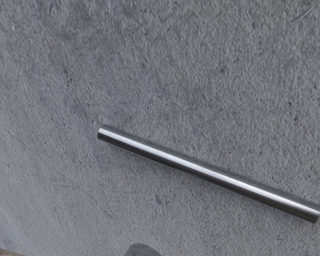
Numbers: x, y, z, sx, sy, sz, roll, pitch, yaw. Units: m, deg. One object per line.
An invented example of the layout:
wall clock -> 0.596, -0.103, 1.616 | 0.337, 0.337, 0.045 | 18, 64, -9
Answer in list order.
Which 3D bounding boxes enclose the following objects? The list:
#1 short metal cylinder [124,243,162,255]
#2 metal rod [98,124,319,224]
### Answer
short metal cylinder -> -0.035, 0.261, 0.571 | 0.080, 0.050, 0.079 | 13, 124, 21
metal rod -> 0.052, 0.055, 0.413 | 0.301, 0.025, 0.025 | 20, 126, 16
